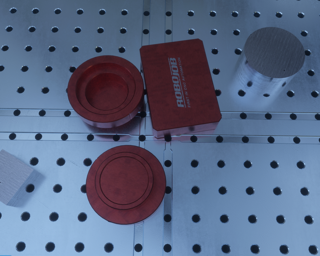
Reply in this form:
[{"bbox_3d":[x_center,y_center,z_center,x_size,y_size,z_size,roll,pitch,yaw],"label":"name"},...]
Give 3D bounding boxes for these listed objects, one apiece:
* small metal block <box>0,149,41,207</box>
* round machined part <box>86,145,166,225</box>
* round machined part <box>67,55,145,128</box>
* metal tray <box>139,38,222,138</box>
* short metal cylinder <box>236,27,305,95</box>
[{"bbox_3d":[-0.189,0.063,0.387,0.050,0.025,0.050,30,73,10],"label":"small metal block"},{"bbox_3d":[-0.042,0.067,0.378,0.099,0.042,0.098,0,70,-1],"label":"round machined part"},{"bbox_3d":[-0.070,-0.045,0.418,0.099,0.042,0.098,0,70,-1],"label":"round machined part"},{"bbox_3d":[0.026,-0.057,0.430,0.091,0.030,0.129,-9,70,-4],"label":"metal tray"},{"bbox_3d":[0.152,-0.093,0.434,0.081,0.050,0.080,0,70,0],"label":"short metal cylinder"}]
